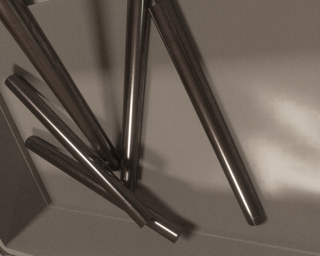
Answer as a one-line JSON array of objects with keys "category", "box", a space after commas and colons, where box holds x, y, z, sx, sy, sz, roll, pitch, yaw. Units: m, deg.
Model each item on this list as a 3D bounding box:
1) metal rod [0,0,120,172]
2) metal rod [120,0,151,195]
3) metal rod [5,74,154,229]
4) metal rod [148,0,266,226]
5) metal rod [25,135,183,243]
[{"category": "metal rod", "box": [-0.098, -0.026, 0.360, 0.025, 0.025, 0.299, 13, 150, 21]}, {"category": "metal rod", "box": [-0.037, -0.018, 0.415, 0.025, 0.025, 0.298, 19, 126, 17]}, {"category": "metal rod", "box": [-0.123, 0.027, 0.453, 0.300, 0.025, 0.025, 44, 130, 11]}, {"category": "metal rod", "box": [0.064, -0.004, 0.371, 0.025, 0.025, 0.299, -15, 111, 34]}, {"category": "metal rod", "box": [-0.099, 0.087, 0.486, 0.301, 0.025, 0.025, 27, 128, 21]}]
